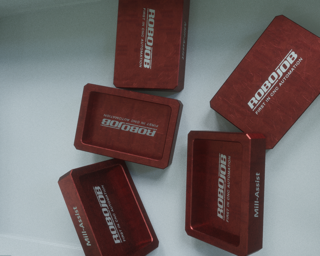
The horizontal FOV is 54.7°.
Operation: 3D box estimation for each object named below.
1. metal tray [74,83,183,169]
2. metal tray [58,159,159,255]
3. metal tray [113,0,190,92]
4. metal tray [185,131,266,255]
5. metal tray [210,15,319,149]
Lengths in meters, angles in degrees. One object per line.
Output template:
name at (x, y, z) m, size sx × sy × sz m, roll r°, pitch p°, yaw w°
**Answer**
metal tray at (-0.042, -0.004, 0.412) m, size 0.131 × 0.030 × 0.089 m, roll 12°, pitch 94°, yaw 11°
metal tray at (-0.063, 0.108, 0.392) m, size 0.030 × 0.091 × 0.130 m, roll -32°, pitch 77°, yaw 36°
metal tray at (-0.011, -0.115, 0.412) m, size 0.090 × 0.030 × 0.129 m, roll 4°, pitch 91°, yaw 19°
metal tray at (0.073, 0.069, 0.359) m, size 0.090 × 0.030 × 0.129 m, roll 3°, pitch 92°, yaw 49°
metal tray at (0.133, -0.051, 0.361) m, size 0.090 × 0.030 × 0.130 m, roll 40°, pitch 102°, yaw 15°
